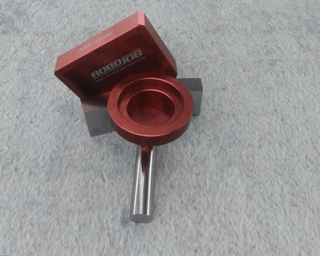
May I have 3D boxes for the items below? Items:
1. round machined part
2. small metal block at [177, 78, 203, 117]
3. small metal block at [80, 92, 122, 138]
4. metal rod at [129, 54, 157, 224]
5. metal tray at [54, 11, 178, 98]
[{"bbox_3d":[-0.011,-0.018,0.373,0.099,0.042,0.098,2,53,-2],"label":"round machined part"},{"bbox_3d":[0.030,-0.041,0.423,0.050,0.050,0.025,-1,50,-2],"label":"small metal block"},{"bbox_3d":[-0.072,-0.018,0.402,0.050,0.050,0.025,-15,52,-13],"label":"small metal block"},{"bbox_3d":[-0.014,-0.019,0.421,0.025,0.025,0.300,2,50,1],"label":"metal rod"},{"bbox_3d":[-0.055,-0.078,0.397,0.130,0.090,0.030,-23,46,19],"label":"metal tray"}]
